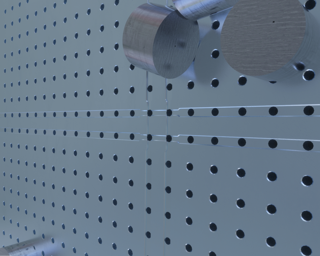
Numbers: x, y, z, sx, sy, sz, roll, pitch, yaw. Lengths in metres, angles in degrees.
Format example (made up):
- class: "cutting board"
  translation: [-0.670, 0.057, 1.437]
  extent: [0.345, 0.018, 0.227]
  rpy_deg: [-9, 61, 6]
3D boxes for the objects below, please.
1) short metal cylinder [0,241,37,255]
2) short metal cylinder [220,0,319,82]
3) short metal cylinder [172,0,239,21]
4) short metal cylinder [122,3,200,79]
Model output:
- class: "short metal cylinder"
  translation: [-0.295, 0.280, 0.637]
  extent: [0.080, 0.050, 0.079]
  rpy_deg: [0, 90, 40]
- class: "short metal cylinder"
  translation: [0.108, -0.088, 0.304]
  extent: [0.080, 0.050, 0.079]
  rpy_deg: [0, 90, 40]
- class: "short metal cylinder"
  translation: [0.049, -0.163, 0.333]
  extent: [0.050, 0.081, 0.080]
  rpy_deg: [-7, 86, 40]
- class: "short metal cylinder"
  translation: [0.002, -0.105, 0.372]
  extent: [0.050, 0.081, 0.079]
  rpy_deg: [28, 107, 36]
